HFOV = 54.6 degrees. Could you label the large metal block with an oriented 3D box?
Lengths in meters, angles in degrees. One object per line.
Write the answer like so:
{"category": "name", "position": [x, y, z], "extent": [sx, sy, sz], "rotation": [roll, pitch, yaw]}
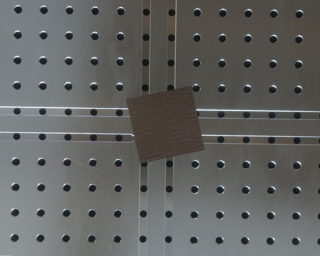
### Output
{"category": "large metal block", "position": [0.007, -0.004, 0.400], "extent": [0.080, 0.050, 0.080], "rotation": [-12, 90, 0]}
